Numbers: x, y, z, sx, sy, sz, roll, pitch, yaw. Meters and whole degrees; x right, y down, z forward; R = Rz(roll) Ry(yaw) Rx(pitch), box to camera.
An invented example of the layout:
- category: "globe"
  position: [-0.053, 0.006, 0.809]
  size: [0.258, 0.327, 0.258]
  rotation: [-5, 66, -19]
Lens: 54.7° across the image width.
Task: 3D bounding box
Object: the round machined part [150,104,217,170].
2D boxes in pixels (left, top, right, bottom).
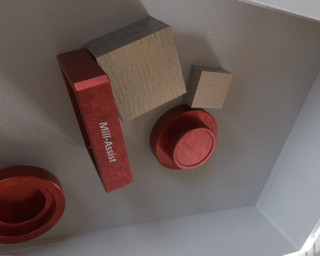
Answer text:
- category: "round machined part"
  position: [0.039, 0.019, 0.432]
  size: [0.099, 0.042, 0.097]
  rotation: [-14, 125, -21]

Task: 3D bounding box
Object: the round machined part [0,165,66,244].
- category: "round machined part"
  position: [-0.164, 0.083, 0.360]
  size: [0.099, 0.042, 0.097]
  rotation: [-14, 125, -21]

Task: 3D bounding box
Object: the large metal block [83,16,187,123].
- category: "large metal block"
  position: [-0.025, -0.065, 0.340]
  size: [0.080, 0.050, 0.080]
  rotation: [-27, 128, -12]

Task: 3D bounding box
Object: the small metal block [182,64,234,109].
- category: "small metal block"
  position: [0.063, -0.054, 0.411]
  size: [0.050, 0.025, 0.050]
  rotation: [0, 119, -29]

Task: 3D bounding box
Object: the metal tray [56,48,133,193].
- category: "metal tray"
  position: [-0.068, -0.007, 0.325]
  size: [0.030, 0.090, 0.129]
  rotation: [-20, 127, -17]
